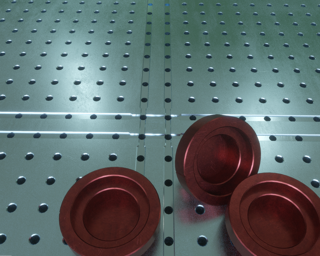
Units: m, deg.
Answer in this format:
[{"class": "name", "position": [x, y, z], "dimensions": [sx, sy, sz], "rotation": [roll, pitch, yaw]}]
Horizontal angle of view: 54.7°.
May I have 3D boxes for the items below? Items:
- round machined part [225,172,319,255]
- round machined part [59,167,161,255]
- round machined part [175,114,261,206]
[{"class": "round machined part", "position": [0.116, 0.098, 0.316], "dimensions": [0.099, 0.042, 0.098], "rotation": [0, 50, 0]}, {"class": "round machined part", "position": [-0.049, 0.092, 0.318], "dimensions": [0.099, 0.042, 0.098], "rotation": [0, 50, 0]}, {"class": "round machined part", "position": [0.060, 0.033, 0.346], "dimensions": [0.099, 0.097, 0.042], "rotation": [-24, 17, -19]}]
